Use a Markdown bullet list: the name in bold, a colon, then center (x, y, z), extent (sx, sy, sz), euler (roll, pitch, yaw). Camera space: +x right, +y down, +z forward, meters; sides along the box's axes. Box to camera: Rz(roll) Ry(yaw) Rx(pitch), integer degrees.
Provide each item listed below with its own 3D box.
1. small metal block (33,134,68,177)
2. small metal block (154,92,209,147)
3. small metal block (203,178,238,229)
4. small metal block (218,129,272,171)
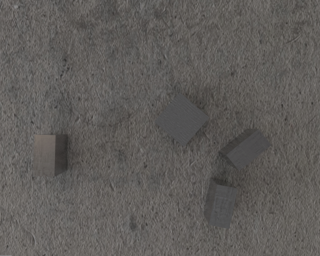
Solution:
- **small metal block**: center (-0.139, 0.033, 0.396), extent (0.025, 0.050, 0.050), euler (2, 90, 0)
- **small metal block**: center (0.028, -0.011, 0.410), extent (0.050, 0.025, 0.050), euler (41, 90, 0)
- **small metal block**: center (0.076, 0.095, 0.398), extent (0.025, 0.050, 0.050), euler (12, 90, 0)
- **small metal block**: center (0.107, 0.026, 0.398), extent (0.050, 0.050, 0.025), euler (-39, 90, 0)
